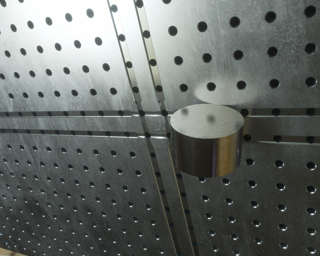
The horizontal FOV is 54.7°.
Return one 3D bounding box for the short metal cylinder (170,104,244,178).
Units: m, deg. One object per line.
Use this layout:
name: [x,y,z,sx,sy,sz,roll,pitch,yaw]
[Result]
short metal cylinder: [0.053,0.012,0.354,0.080,0.080,0.050,10,123,23]
